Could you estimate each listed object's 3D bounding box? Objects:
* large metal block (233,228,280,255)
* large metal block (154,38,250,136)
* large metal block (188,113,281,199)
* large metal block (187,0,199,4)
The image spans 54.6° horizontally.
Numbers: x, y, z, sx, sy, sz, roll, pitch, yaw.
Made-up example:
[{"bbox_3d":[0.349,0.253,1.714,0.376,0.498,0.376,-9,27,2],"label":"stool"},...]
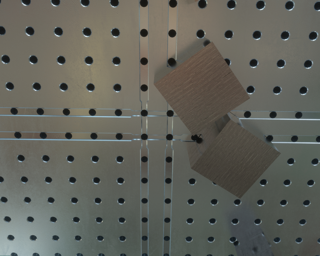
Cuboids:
[{"bbox_3d":[0.160,0.215,0.464,0.050,0.080,0.080,-32,107,11],"label":"large metal block"},{"bbox_3d":[0.049,-0.051,0.381,0.080,0.050,0.080,-35,107,12],"label":"large metal block"},{"bbox_3d":[0.095,0.033,0.413,0.080,0.050,0.080,33,107,-11],"label":"large metal block"},{"bbox_3d":[0.038,-0.178,0.319,0.050,0.080,0.080,-26,108,9],"label":"large metal block"}]
